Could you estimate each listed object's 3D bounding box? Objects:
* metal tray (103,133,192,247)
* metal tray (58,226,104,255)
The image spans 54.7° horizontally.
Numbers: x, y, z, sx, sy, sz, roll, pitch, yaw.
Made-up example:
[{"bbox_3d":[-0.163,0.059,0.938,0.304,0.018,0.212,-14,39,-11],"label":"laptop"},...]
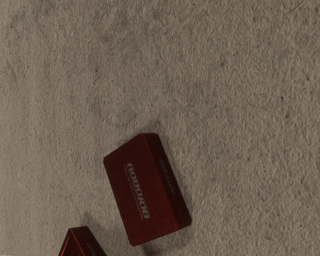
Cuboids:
[{"bbox_3d":[-0.021,0.082,0.417,0.090,0.030,0.130,-34,70,34],"label":"metal tray"},{"bbox_3d":[-0.117,0.230,0.481,0.130,0.030,0.089,41,115,42],"label":"metal tray"}]
